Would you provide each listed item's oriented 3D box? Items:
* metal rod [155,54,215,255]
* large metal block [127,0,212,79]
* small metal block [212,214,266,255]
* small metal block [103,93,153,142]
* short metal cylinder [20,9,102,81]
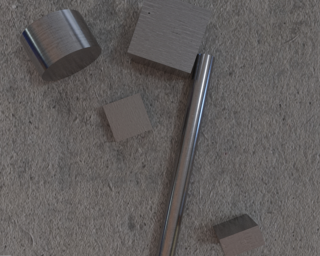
[{"bbox_3d":[0.031,0.051,0.410,0.025,0.025,0.298,11,90,-1],"label":"metal rod"},{"bbox_3d":[0.011,-0.116,0.398,0.080,0.050,0.080,18,90,-1],"label":"large metal block"},{"bbox_3d":[0.100,0.138,0.399,0.050,0.050,0.025,-20,90,0],"label":"small metal block"},{"bbox_3d":[-0.041,-0.014,0.409,0.050,0.025,0.050,-20,90,-1],"label":"small metal block"},{"bbox_3d":[-0.120,-0.100,0.381,0.080,0.080,0.050,-30,90,0],"label":"short metal cylinder"}]
